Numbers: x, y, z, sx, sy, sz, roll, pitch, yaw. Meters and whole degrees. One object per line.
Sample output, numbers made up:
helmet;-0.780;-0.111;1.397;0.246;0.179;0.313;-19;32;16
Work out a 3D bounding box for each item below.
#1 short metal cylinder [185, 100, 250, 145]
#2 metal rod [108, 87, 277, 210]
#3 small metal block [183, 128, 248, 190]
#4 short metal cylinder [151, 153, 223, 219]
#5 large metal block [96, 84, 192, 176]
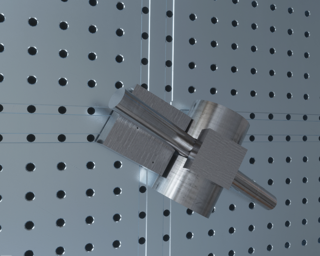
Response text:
short metal cylinder;0.070;0.004;0.406;0.080;0.080;0.050;29;81;-18
metal rod;0.061;0.041;0.390;0.301;0.025;0.025;34;79;-33
small metal block;0.062;0.035;0.348;0.050;0.025;0.050;29;80;-9
short metal cylinder;0.036;0.073;0.393;0.080;0.080;0.050;31;80;-18
large metal block;-0.021;0.003;0.386;0.080;0.050;0.080;31;80;-18
